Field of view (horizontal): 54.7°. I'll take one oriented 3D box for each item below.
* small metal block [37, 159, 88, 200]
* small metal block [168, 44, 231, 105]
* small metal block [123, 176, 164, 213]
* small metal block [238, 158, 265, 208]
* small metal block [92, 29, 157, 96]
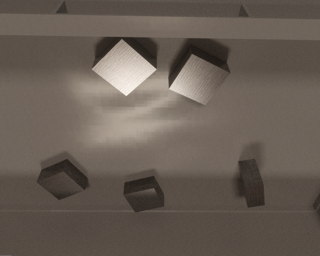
[{"bbox_3d":[-0.149,0.080,0.475,0.050,0.025,0.050,-23,127,17],"label":"small metal block"},{"bbox_3d":[0.044,-0.061,0.358,0.050,0.025,0.050,22,127,-18],"label":"small metal block"},{"bbox_3d":[-0.025,0.108,0.501,0.050,0.025,0.050,-15,129,11],"label":"small metal block"},{"bbox_3d":[0.137,0.083,0.465,0.025,0.050,0.050,-11,129,9],"label":"small metal block"},{"bbox_3d":[-0.039,-0.072,0.347,0.050,0.025,0.050,-37,122,27],"label":"small metal block"}]
